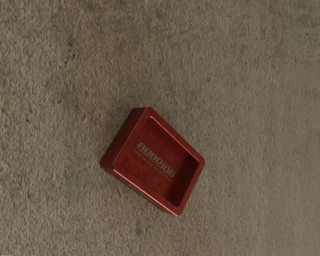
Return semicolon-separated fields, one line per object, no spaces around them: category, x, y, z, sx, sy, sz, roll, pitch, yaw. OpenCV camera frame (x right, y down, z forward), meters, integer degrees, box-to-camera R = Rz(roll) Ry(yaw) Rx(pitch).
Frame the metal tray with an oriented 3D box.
metal tray;-0.003;0.045;0.402;0.130;0.030;0.090;43;64;-32
